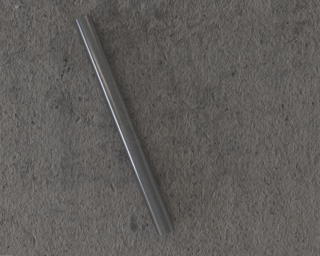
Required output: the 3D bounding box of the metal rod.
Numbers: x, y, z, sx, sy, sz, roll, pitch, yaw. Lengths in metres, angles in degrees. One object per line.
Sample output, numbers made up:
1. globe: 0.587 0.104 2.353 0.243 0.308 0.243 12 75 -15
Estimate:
1. metal rod: -0.046 -0.003 0.409 0.025 0.025 0.299 -21 90 0
